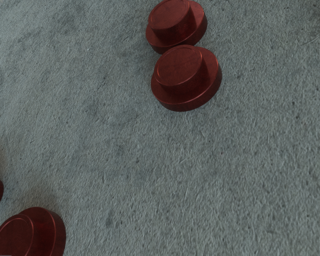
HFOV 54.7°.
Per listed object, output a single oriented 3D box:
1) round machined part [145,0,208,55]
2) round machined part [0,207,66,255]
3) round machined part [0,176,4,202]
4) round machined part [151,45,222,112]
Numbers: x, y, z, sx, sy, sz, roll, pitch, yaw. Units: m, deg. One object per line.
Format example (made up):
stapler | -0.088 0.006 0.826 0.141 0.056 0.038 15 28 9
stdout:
round machined part | 0.021 -0.165 0.484 0.098 0.042 0.098 -13 56 21
round machined part | -0.173 0.148 0.393 0.098 0.042 0.098 -13 56 21
round machined part | -0.285 0.103 0.480 0.098 0.042 0.098 -13 56 21
round machined part | 0.031 -0.074 0.422 0.098 0.042 0.098 -13 56 21
